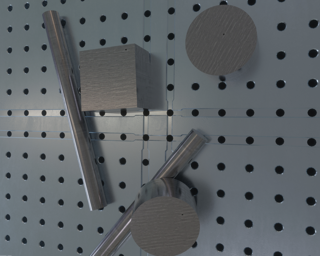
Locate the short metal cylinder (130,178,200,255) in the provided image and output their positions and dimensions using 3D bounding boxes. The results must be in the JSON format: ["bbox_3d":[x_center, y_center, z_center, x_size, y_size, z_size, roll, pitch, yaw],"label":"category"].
[{"bbox_3d":[0.006,0.108,0.382,0.081,0.050,0.079,0,105,1],"label":"short metal cylinder"}]

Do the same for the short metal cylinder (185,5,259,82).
[{"bbox_3d":[0.076,-0.099,0.372,0.080,0.050,0.079,0,90,20],"label":"short metal cylinder"}]

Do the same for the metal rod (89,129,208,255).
[{"bbox_3d":[-0.039,0.123,0.426,0.025,0.025,0.299,41,103,15],"label":"metal rod"}]

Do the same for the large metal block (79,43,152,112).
[{"bbox_3d":[-0.059,-0.064,0.420,0.080,0.050,0.080,-3,89,20],"label":"large metal block"}]

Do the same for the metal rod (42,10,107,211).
[{"bbox_3d":[-0.127,-0.029,0.457,0.025,0.025,0.298,-17,84,19],"label":"metal rod"}]
